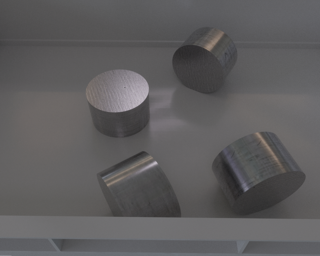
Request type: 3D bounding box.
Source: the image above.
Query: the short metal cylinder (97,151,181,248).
[{"bbox_3d":[-0.022,0.070,0.310,0.050,0.080,0.080,-26,55,-20],"label":"short metal cylinder"}]

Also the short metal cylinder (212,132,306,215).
[{"bbox_3d":[0.103,0.049,0.329,0.081,0.080,0.050,-14,52,-11],"label":"short metal cylinder"}]

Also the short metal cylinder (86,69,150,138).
[{"bbox_3d":[-0.055,-0.034,0.416,0.080,0.050,0.080,0,50,0],"label":"short metal cylinder"}]

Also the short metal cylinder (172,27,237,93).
[{"bbox_3d":[0.065,-0.099,0.453,0.080,0.080,0.050,24,54,19],"label":"short metal cylinder"}]
